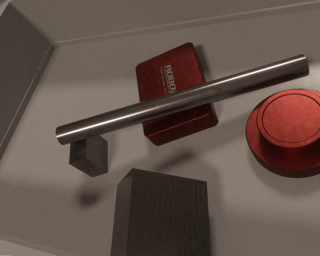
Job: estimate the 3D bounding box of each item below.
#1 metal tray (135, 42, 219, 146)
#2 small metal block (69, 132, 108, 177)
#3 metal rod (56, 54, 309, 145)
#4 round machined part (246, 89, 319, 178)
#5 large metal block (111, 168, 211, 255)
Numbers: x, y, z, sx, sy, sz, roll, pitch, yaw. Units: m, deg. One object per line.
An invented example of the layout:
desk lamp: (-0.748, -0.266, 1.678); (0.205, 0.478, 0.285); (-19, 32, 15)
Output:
metal tray: (0.018, -0.049, 0.421); (0.090, 0.030, 0.130); (-20, 54, 15)
small metal block: (-0.095, 0.032, 0.418); (0.025, 0.050, 0.050); (-19, 55, 17)
metal rod: (0.017, -0.030, 0.368); (0.301, 0.025, 0.025); (-16, 55, 10)
round machined part: (0.139, -0.001, 0.322); (0.098, 0.042, 0.098); (-13, 56, 20)
large metal block: (0.000, 0.092, 0.305); (0.050, 0.081, 0.080); (131, 147, -52)
